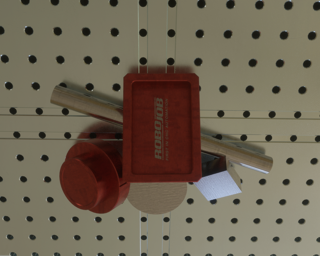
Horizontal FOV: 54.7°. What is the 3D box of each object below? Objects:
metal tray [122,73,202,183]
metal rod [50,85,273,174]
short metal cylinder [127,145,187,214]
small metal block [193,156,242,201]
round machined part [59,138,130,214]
[{"bbox_3d":[0.002,0.000,0.375,0.091,0.030,0.129,0,81,-1],"label":"metal tray"},{"bbox_3d":[0.008,0.005,0.411,0.302,0.025,0.025,18,109,-7],"label":"metal rod"},{"bbox_3d":[-0.005,0.069,0.421,0.081,0.050,0.079,0,110,0],"label":"short metal cylinder"},{"bbox_3d":[0.078,0.070,0.424,0.050,0.025,0.050,-21,126,24],"label":"small metal block"},{"bbox_3d":[-0.090,0.066,0.399,0.098,0.042,0.097,9,107,31],"label":"round machined part"}]
